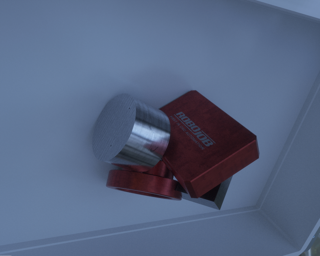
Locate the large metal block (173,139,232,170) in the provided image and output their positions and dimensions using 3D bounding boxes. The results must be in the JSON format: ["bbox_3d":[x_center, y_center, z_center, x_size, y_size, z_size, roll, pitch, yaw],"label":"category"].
[{"bbox_3d":[0.058,0.027,0.431,0.081,0.050,0.079,-14,129,-21],"label":"large metal block"}]

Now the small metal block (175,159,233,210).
[{"bbox_3d":[0.054,0.065,0.374,0.050,0.050,0.025,-62,142,-24],"label":"small metal block"}]

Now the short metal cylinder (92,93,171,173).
[{"bbox_3d":[-0.034,0.007,0.358,0.050,0.080,0.080,25,105,-37],"label":"short metal cylinder"}]

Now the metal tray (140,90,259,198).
[{"bbox_3d":[0.041,0.012,0.369,0.090,0.130,0.030,-31,130,-9],"label":"metal tray"}]

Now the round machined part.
[{"bbox_3d":[-0.017,0.065,0.404,0.099,0.098,0.042,22,71,-37],"label":"round machined part"}]
